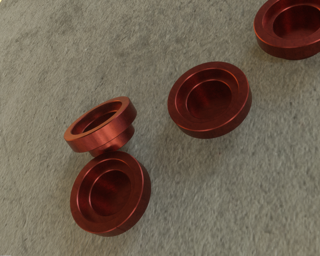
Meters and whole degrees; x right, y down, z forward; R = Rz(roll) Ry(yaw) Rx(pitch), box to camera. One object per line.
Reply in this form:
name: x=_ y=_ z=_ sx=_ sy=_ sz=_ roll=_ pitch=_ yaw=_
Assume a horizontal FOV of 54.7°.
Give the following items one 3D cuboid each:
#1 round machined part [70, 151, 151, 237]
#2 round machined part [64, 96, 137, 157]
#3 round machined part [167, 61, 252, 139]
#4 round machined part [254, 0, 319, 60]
round machined part: x=-0.054 y=0.080 z=0.371 sx=0.098 sy=0.042 sz=0.098 roll=-13 pitch=56 yaw=20
round machined part: x=-0.073 y=0.002 z=0.411 sx=0.098 sy=0.042 sz=0.098 roll=-24 pitch=24 yaw=12
round machined part: x=0.062 y=-0.030 z=0.378 sx=0.098 sy=0.042 sz=0.098 roll=-13 pitch=56 yaw=20
round machined part: x=0.169 y=-0.123 z=0.379 sx=0.098 sy=0.042 sz=0.098 roll=-13 pitch=56 yaw=20
